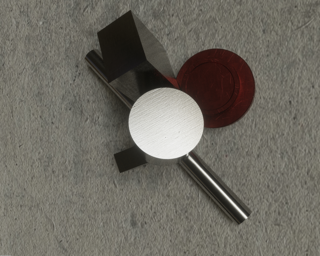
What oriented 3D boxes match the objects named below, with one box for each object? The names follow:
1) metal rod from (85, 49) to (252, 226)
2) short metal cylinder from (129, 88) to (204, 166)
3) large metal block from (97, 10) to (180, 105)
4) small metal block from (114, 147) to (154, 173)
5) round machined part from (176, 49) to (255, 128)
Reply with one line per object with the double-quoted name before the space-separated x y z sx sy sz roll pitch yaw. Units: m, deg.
"metal rod" 0.002 0.003 0.409 0.025 0.025 0.300 -47 76 14
"short metal cylinder" 0.005 0.000 0.355 0.081 0.050 0.080 1 74 -4
"large metal block" -0.025 -0.079 0.378 0.050 0.080 0.080 -28 59 19
"small metal block" -0.024 0.036 0.405 0.050 0.050 0.025 -22 82 18
"round machined part" 0.064 -0.048 0.377 0.098 0.042 0.097 0 90 19
